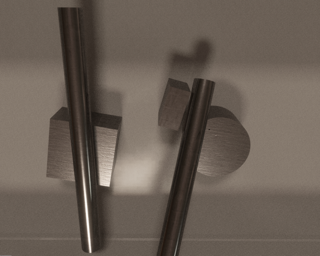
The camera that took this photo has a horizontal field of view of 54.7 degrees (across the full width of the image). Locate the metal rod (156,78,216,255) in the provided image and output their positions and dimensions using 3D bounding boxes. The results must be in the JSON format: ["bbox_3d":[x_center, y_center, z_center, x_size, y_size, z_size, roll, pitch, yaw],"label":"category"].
[{"bbox_3d":[0.021,0.091,0.360,0.025,0.025,0.298,12,91,-5],"label":"metal rod"}]

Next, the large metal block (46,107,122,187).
[{"bbox_3d":[-0.098,0.024,0.405,0.081,0.050,0.079,10,110,-4],"label":"large metal block"}]

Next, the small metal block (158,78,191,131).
[{"bbox_3d":[0.017,-0.031,0.387,0.025,0.050,0.050,15,109,-6],"label":"small metal block"}]

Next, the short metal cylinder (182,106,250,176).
[{"bbox_3d":[0.071,0.016,0.405,0.081,0.050,0.079,0,110,-1],"label":"short metal cylinder"}]

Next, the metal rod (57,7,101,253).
[{"bbox_3d":[-0.091,0.018,0.363,0.025,0.025,0.298,0,110,-1],"label":"metal rod"}]
